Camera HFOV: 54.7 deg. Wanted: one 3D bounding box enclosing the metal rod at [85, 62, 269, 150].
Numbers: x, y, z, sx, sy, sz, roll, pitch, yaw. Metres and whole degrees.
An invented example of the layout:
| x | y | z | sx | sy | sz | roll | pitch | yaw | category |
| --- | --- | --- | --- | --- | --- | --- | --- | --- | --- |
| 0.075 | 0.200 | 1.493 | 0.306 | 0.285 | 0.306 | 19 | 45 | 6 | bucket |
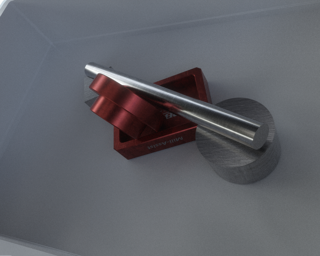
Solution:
| x | y | z | sx | sy | sz | roll | pitch | yaw | category |
| --- | --- | --- | --- | --- | --- | --- | --- | --- | --- |
| -0.008 | -0.041 | 0.379 | 0.300 | 0.025 | 0.025 | 27 | 76 | 43 | metal rod |

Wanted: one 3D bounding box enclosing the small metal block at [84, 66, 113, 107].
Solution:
| x | y | z | sx | sy | sz | roll | pitch | yaw | category |
| --- | --- | --- | --- | --- | --- | --- | --- | --- | --- |
| -0.091 | -0.062 | 0.488 | 0.050 | 0.025 | 0.050 | -20 | 54 | 16 | small metal block |

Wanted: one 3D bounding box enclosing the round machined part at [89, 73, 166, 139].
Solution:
| x | y | z | sx | sy | sz | roll | pitch | yaw | category |
| --- | --- | --- | --- | --- | --- | --- | --- | --- | --- |
| -0.045 | -0.021 | 0.375 | 0.098 | 0.098 | 0.042 | 31 | 87 | 37 | round machined part |

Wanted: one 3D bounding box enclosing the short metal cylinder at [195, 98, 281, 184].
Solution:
| x | y | z | sx | sy | sz | roll | pitch | yaw | category |
| --- | --- | --- | --- | --- | --- | --- | --- | --- | --- |
| 0.085 | 0.014 | 0.334 | 0.080 | 0.050 | 0.080 | -13 | 56 | 20 | short metal cylinder |

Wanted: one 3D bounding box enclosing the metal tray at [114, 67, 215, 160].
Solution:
| x | y | z | sx | sy | sz | roll | pitch | yaw | category |
| --- | --- | --- | --- | --- | --- | --- | --- | --- | --- |
| 0.003 | -0.019 | 0.408 | 0.130 | 0.030 | 0.090 | -17 | 55 | 17 | metal tray |
